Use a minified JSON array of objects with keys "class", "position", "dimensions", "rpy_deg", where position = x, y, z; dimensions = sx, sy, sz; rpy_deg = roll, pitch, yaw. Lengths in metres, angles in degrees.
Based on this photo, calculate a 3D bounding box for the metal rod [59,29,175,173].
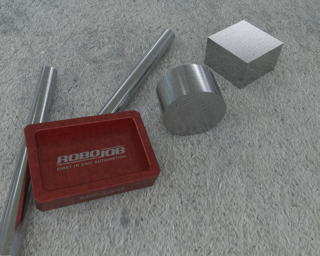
[{"class":"metal rod","position":[-0.046,-0.057,0.450],"dimensions":[0.025,0.025,0.301],"rpy_deg":[19,52,15]}]

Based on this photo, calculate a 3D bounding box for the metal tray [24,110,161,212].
[{"class":"metal tray","position":[-0.075,0.032,0.346],"dimensions":[0.131,0.030,0.090],"rpy_deg":[-9,60,-22]}]

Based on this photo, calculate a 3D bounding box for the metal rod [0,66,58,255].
[{"class":"metal rod","position":[-0.157,0.030,0.375],"dimensions":[0.025,0.025,0.300],"rpy_deg":[-3,50,-3]}]

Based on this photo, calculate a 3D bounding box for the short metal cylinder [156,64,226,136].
[{"class":"short metal cylinder","position":[0.039,-0.035,0.397],"dimensions":[0.081,0.080,0.050],"rpy_deg":[-7,51,-6]}]

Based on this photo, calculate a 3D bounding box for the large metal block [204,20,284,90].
[{"class":"large metal block","position":[0.129,-0.117,0.487],"dimensions":[0.081,0.050,0.080],"rpy_deg":[-31,57,-24]}]
